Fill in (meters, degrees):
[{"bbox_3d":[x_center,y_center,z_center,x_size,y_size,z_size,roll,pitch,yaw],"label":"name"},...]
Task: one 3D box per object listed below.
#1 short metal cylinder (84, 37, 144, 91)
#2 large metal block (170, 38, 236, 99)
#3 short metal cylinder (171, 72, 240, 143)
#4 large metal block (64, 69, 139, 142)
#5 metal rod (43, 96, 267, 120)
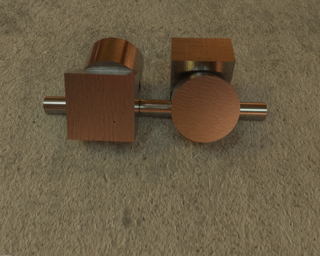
[{"bbox_3d":[-0.065,-0.078,0.434,0.080,0.080,0.050,3,50,2],"label":"short metal cylinder"},{"bbox_3d":[0.055,-0.077,0.434,0.080,0.080,0.050,1,50,1],"label":"large metal block"},{"bbox_3d":[0.054,-0.027,0.385,0.080,0.079,0.050,1,15,1],"label":"short metal cylinder"},{"bbox_3d":[-0.069,-0.030,0.385,0.080,0.079,0.050,2,16,1],"label":"large metal block"},{"bbox_3d":[-0.007,-0.028,0.430,0.302,0.025,0.025,2,50,1],"label":"metal rod"}]
